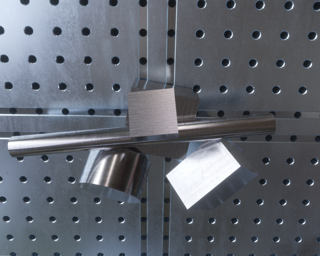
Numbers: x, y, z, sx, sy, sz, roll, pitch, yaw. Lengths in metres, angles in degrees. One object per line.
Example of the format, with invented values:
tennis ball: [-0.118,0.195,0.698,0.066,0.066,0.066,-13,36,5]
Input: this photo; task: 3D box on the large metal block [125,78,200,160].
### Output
large metal block: [-0.001,-0.012,0.392,0.081,0.050,0.079,10,110,-4]

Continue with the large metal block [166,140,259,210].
large metal block: [0.069,0.060,0.396,0.080,0.050,0.080,-43,149,14]

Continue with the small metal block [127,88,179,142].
small metal block: [-0.007,-0.013,0.338,0.050,0.025,0.050,-5,75,2]

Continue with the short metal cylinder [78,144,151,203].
short metal cylinder: [-0.057,0.060,0.395,0.080,0.080,0.050,18,66,-7]

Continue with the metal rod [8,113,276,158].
metal rod: [-0.022,0.009,0.359,0.302,0.025,0.025,-5,110,2]
